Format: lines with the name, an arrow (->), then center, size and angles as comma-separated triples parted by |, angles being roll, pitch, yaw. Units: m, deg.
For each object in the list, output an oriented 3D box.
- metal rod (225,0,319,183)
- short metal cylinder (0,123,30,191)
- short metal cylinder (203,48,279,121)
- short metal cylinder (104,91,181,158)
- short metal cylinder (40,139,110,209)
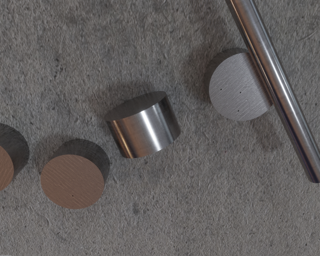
metal rod -> 0.120, -0.062, 0.334 | 0.025, 0.025, 0.299 | -28, 108, 10
short metal cylinder -> -0.223, 0.039, 0.409 | 0.081, 0.050, 0.079 | 0, 110, 0
short metal cylinder -> 0.096, -0.054, 0.377 | 0.081, 0.050, 0.079 | 0, 110, 0
short metal cylinder -> -0.021, -0.006, 0.378 | 0.080, 0.080, 0.050 | -20, 109, 7
short metal cylinder -> -0.112, 0.061, 0.418 | 0.081, 0.050, 0.079 | 0, 110, 0
